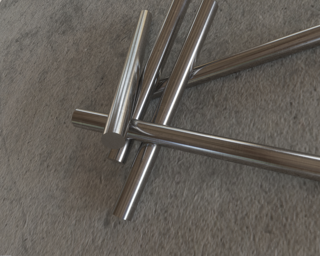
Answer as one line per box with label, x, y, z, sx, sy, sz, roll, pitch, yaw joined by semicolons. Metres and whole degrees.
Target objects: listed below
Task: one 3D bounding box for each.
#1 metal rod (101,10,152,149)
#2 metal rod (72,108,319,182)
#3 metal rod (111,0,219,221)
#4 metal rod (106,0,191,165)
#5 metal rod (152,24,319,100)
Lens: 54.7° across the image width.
metal rod;-0.037;-0.089;0.425;0.025;0.025;0.300;-15;40;19
metal rod;0.035;0.015;0.340;0.301;0.025;0.025;11;67;20
metal rod;0.011;-0.031;0.391;0.025;0.025;0.299;15;77;34
metal rod;-0.004;-0.093;0.425;0.025;0.025;0.299;11;71;32
metal rod;0.075;-0.078;0.411;0.301;0.025;0.025;-16;55;18
